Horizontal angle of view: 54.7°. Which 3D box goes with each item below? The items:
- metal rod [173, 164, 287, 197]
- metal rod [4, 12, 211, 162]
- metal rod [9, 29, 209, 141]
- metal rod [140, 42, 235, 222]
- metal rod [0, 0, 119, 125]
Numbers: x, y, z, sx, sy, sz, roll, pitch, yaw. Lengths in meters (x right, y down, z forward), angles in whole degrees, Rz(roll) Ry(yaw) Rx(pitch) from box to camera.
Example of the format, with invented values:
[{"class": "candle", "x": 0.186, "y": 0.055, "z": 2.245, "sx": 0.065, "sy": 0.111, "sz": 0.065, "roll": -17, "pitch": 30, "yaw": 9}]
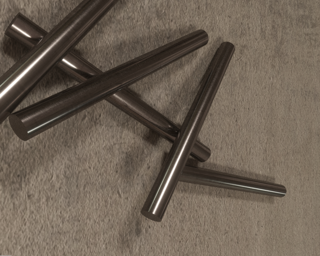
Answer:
[{"class": "metal rod", "x": 0.123, "y": 0.090, "z": 0.511, "sx": 0.302, "sy": 0.025, "sz": 0.025, "roll": 17, "pitch": 80, "yaw": -39}, {"class": "metal rod", "x": -0.036, "y": -0.029, "z": 0.375, "sx": 0.301, "sy": 0.025, "sz": 0.025, "roll": 34, "pitch": 69, "yaw": -35}, {"class": "metal rod", "x": -0.027, "y": -0.067, "z": 0.356, "sx": 0.302, "sy": 0.025, "sz": 0.025, "roll": -37, "pitch": 113, "yaw": -43}, {"class": "metal rod", "x": 0.049, "y": -0.016, "z": 0.420, "sx": 0.025, "sy": 0.025, "sz": 0.300, "roll": 48, "pitch": 53, "yaw": -30}, {"class": "metal rod", "x": -0.077, "y": -0.111, "z": 0.314, "sx": 0.025, "sy": 0.025, "sz": 0.301, "roll": 50, "pitch": 52, "yaw": -29}]
